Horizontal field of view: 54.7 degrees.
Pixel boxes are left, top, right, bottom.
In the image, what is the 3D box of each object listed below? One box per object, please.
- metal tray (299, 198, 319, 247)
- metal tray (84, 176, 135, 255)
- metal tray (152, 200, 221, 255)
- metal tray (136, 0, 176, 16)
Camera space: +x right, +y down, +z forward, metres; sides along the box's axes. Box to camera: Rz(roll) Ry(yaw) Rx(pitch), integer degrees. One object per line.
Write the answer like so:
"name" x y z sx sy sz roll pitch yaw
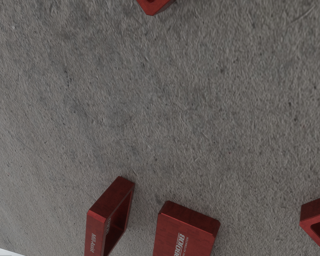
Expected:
"metal tray" 0.238 0.106 0.343 0.090 0.030 0.129 46 129 -5
"metal tray" -0.082 0.152 0.502 0.030 0.090 0.129 23 127 14
"metal tray" 0.038 0.185 0.498 0.090 0.030 0.129 18 126 17
"metal tray" 0.013 -0.180 0.285 0.130 0.030 0.090 -29 103 37
